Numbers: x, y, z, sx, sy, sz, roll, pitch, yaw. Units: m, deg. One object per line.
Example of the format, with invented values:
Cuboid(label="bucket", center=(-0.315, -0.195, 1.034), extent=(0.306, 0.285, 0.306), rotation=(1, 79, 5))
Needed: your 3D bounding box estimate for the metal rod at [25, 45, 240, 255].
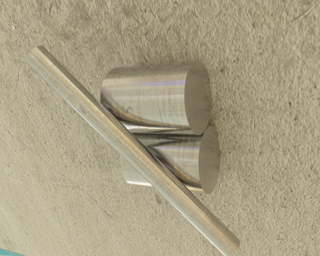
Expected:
Cuboid(label="metal rod", center=(-0.026, 0.028, 0.336), extent=(0.300, 0.025, 0.025), rotation=(45, 129, -4))

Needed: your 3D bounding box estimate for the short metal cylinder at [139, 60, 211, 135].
Cuboid(label="short metal cylinder", center=(0.020, -0.032, 0.343), extent=(0.050, 0.080, 0.080), rotation=(1, 119, 28))

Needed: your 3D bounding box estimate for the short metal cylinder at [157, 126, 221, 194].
Cuboid(label="short metal cylinder", center=(0.037, 0.037, 0.376), extent=(0.050, 0.080, 0.080), rotation=(1, 119, 28))

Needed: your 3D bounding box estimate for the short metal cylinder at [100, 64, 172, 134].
Cuboid(label="short metal cylinder", center=(-0.025, -0.033, 0.365), extent=(0.050, 0.080, 0.080), rotation=(1, 119, 28))

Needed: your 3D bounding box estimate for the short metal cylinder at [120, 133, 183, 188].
Cuboid(label="short metal cylinder", center=(-0.007, 0.037, 0.400), extent=(0.050, 0.080, 0.080), rotation=(1, 119, 28))
